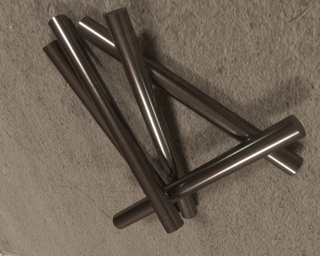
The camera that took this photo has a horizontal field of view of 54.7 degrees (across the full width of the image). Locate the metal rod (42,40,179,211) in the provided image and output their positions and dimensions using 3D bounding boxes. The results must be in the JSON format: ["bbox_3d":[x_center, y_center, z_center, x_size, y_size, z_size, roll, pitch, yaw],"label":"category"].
[{"bbox_3d":[-0.062,0.009,0.443,0.025,0.025,0.299,-26,105,37],"label":"metal rod"}]

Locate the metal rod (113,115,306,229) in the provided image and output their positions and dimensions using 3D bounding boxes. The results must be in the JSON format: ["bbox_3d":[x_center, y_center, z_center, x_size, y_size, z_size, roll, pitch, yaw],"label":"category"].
[{"bbox_3d":[0.037,0.070,0.389,0.299,0.025,0.025,-36,98,35],"label":"metal rod"}]

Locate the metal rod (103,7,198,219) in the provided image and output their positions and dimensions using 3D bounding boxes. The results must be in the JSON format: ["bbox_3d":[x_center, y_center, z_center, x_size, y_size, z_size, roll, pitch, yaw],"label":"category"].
[{"bbox_3d":[-0.001,0.004,0.386,0.025,0.025,0.299,-2,125,29],"label":"metal rod"}]

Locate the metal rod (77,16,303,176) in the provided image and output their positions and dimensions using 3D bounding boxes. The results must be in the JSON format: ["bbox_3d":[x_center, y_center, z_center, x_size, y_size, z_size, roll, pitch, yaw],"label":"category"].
[{"bbox_3d":[0.031,-0.040,0.364,0.301,0.025,0.025,34,129,5],"label":"metal rod"}]

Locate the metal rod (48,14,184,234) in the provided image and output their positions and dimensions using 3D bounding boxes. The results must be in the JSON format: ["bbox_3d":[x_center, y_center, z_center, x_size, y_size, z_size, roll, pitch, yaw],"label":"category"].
[{"bbox_3d":[-0.055,-0.006,0.388,0.025,0.025,0.299,-30,89,37],"label":"metal rod"}]
